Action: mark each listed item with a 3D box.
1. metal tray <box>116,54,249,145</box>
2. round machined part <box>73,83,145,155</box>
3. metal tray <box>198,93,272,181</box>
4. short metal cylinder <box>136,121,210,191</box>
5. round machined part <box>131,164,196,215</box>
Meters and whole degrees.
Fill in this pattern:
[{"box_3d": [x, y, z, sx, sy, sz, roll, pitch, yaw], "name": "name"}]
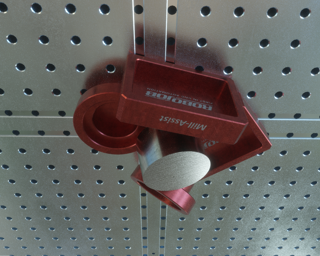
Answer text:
[{"box_3d": [0.023, -0.034, 0.340, 0.131, 0.090, 0.030, 12, 129, -11], "name": "metal tray"}, {"box_3d": [-0.054, -0.015, 0.387, 0.099, 0.042, 0.097, -1, 130, 0], "name": "round machined part"}, {"box_3d": [0.072, 0.019, 0.425, 0.130, 0.030, 0.090, -29, 125, 22], "name": "metal tray"}, {"box_3d": [0.015, 0.033, 0.375, 0.081, 0.050, 0.080, -9, 140, -8], "name": "short metal cylinder"}, {"box_3d": [0.010, 0.080, 0.446, 0.098, 0.042, 0.098, 31, 164, 11], "name": "round machined part"}]
